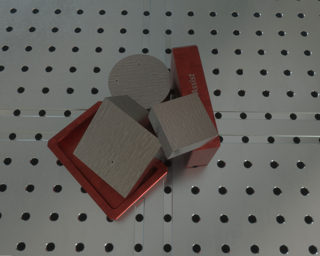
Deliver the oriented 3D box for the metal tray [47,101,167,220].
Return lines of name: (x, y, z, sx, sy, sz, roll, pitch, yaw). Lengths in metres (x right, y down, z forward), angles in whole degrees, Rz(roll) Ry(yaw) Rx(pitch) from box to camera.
metal tray: (-0.065, 0.040, 0.393, 0.090, 0.030, 0.130, -41, 76, -14)

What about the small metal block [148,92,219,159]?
small metal block: (0.023, -0.003, 0.313, 0.050, 0.025, 0.050, -19, 71, -19)

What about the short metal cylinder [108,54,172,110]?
short metal cylinder: (-0.026, -0.051, 0.417, 0.081, 0.050, 0.080, 0, 70, 0)

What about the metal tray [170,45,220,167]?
metal tray: (0.039, -0.025, 0.387, 0.030, 0.090, 0.129, -9, 70, -3)

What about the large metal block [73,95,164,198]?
large metal block: (-0.039, 0.018, 0.358, 0.080, 0.050, 0.080, 38, 110, 12)
